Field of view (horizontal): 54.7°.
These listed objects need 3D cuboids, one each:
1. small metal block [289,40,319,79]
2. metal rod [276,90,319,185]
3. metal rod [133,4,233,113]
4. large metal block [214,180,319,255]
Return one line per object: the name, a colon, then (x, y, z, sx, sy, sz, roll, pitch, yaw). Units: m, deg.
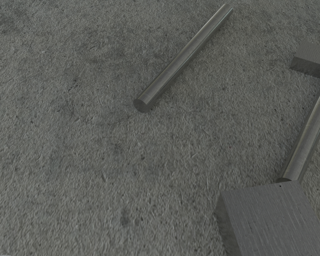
small metal block: (0.244, -0.112, 0.500, 0.050, 0.025, 0.050, 24, 54, 18)
metal rod: (0.227, -0.031, 0.431, 0.025, 0.025, 0.301, 27, 55, 21)
metal rod: (0.051, -0.128, 0.511, 0.025, 0.025, 0.301, 25, 54, 19)
large metal block: (0.106, 0.103, 0.302, 0.081, 0.050, 0.080, -7, 51, -7)
